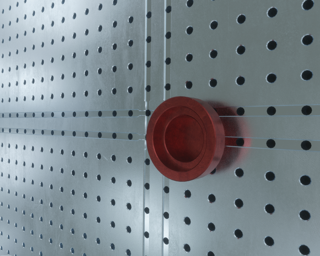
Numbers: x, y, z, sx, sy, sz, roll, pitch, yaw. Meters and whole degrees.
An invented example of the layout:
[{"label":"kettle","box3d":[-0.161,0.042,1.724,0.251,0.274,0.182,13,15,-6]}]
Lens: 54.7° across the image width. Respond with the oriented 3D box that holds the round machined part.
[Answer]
[{"label":"round machined part","box3d":[0.034,0.012,0.369,0.098,0.042,0.097,0,90,39]}]
